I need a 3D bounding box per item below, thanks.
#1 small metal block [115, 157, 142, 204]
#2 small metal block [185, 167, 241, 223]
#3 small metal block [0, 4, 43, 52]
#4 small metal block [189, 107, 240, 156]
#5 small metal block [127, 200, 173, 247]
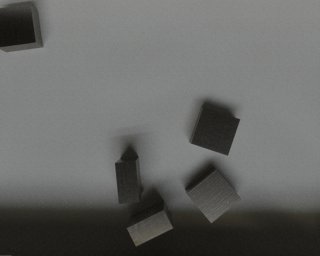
[{"bbox_3d":[-0.039,0.066,0.398,0.025,0.050,0.050,-5,90,0],"label":"small metal block"},{"bbox_3d":[0.070,0.088,0.412,0.050,0.025,0.050,-40,90,0],"label":"small metal block"},{"bbox_3d":[-0.188,-0.131,0.410,0.050,0.025,0.050,-8,90,0],"label":"small metal block"},{"bbox_3d":[0.072,0.004,0.412,0.050,0.025,0.050,19,90,0],"label":"small metal block"},{"bbox_3d":[-0.012,0.121,0.399,0.050,0.050,0.025,-26,90,0],"label":"small metal block"}]
